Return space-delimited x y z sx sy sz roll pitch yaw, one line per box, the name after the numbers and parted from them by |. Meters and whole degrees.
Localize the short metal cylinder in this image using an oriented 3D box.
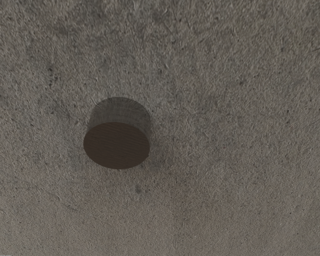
-0.053 0.007 0.396 0.080 0.050 0.080 0 130 0 | short metal cylinder
